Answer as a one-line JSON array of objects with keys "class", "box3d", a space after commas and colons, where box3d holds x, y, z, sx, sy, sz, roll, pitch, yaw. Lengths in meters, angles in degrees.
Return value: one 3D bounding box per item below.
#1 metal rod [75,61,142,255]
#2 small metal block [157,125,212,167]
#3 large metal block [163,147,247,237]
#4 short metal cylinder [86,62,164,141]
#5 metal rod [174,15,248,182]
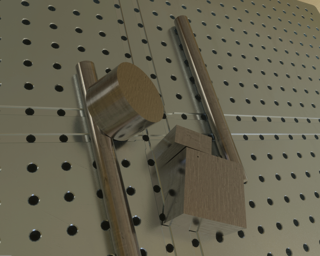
[{"class": "metal rod", "box3d": [-0.056, 0.051, 0.347, 0.025, 0.025, 0.299, -3, 63, -30]}, {"class": "small metal block", "box3d": [0.031, 0.026, 0.395, 0.050, 0.050, 0.025, 20, 54, -17]}, {"class": "large metal block", "box3d": [0.054, 0.079, 0.375, 0.081, 0.050, 0.080, 18, 55, -18]}, {"class": "short metal cylinder", "box3d": [-0.040, -0.031, 0.371, 0.080, 0.050, 0.080, 40, 33, -33]}, {"class": "metal rod", "box3d": [0.073, -0.057, 0.484, 0.025, 0.025, 0.299, -1, 62, -29]}]
